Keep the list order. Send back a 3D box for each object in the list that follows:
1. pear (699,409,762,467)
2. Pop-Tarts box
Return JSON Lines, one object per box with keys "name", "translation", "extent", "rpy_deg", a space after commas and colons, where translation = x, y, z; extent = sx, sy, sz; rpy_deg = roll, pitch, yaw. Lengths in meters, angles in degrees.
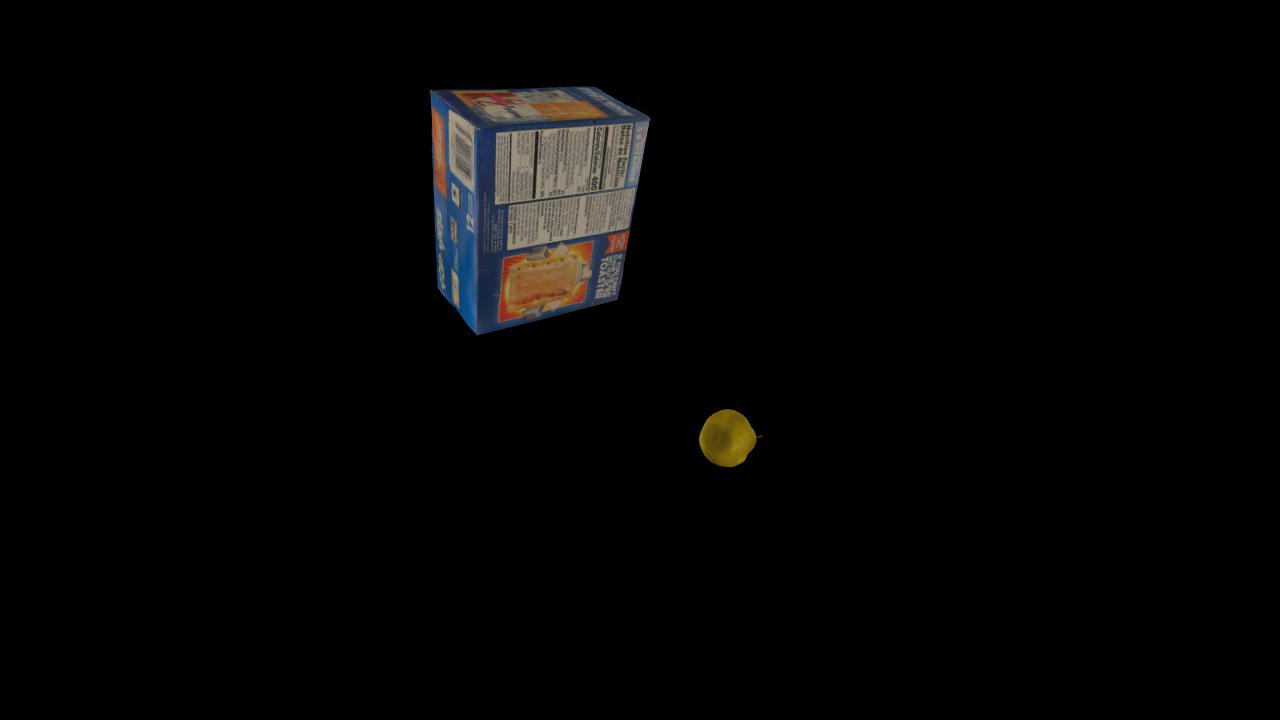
{"name": "pear", "translation": [0.134, 0.114, 0.872], "extent": [0.080, 0.080, 0.111], "rpy_deg": [0, -14, 38]}
{"name": "Pop-Tarts box", "translation": [-0.084, -0.122, 0.494], "extent": [0.141, 0.167, 0.083], "rpy_deg": [-18, 48, -32]}
